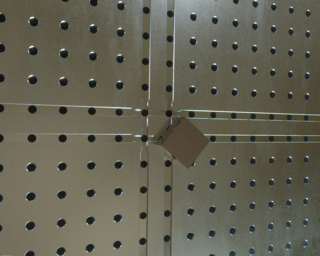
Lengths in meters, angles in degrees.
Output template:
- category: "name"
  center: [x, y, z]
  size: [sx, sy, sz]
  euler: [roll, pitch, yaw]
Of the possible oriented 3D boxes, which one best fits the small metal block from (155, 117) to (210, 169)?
- category: "small metal block"
  center: [0.031, 0.020, 0.424]
  size: [0.050, 0.025, 0.050]
  euler: [43, 77, -15]
